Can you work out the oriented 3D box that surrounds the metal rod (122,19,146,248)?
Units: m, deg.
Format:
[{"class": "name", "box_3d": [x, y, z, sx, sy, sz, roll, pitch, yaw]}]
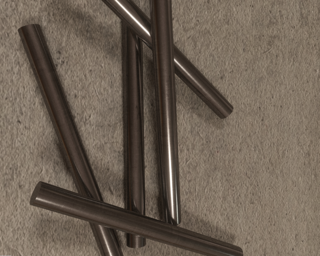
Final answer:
[{"class": "metal rod", "box_3d": [-0.033, 0.001, 0.397, 0.025, 0.025, 0.298, -1, 91, -20]}]

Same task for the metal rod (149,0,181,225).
[{"class": "metal rod", "box_3d": [0.008, -0.019, 0.381, 0.025, 0.025, 0.298, -9, 105, -20]}]

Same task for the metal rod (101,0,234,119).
[{"class": "metal rod", "box_3d": [-0.008, -0.112, 0.383, 0.301, 0.025, 0.025, 41, 77, -25]}]

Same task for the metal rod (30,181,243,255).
[{"class": "metal rod", "box_3d": [-0.007, 0.126, 0.382, 0.301, 0.025, 0.025, 27, 81, -28]}]

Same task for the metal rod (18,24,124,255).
[{"class": "metal rod", "box_3d": [-0.103, 0.027, 0.371, 0.025, 0.025, 0.298, -21, 97, -19]}]
